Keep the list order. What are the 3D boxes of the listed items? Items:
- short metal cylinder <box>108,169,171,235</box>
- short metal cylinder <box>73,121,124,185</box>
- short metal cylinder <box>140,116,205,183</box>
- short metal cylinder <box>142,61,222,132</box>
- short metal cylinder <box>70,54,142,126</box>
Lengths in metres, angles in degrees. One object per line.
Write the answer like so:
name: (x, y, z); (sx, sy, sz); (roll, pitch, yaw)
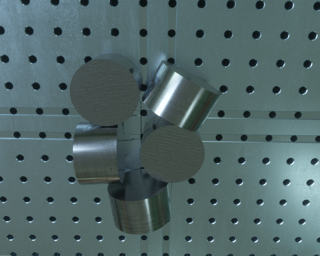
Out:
short metal cylinder: (-0.026, 0.097, 0.419); (0.080, 0.080, 0.050); (-6, 111, 2)
short metal cylinder: (-0.075, 0.031, 0.396); (0.050, 0.080, 0.079); (-2, 110, 0)
short metal cylinder: (0.016, 0.025, 0.409); (0.081, 0.050, 0.079); (0, 111, -1)
short metal cylinder: (0.025, -0.039, 0.370); (0.080, 0.080, 0.050); (27, 107, -10)
short metal cylinder: (-0.064, -0.048, 0.381); (0.080, 0.050, 0.079); (0, 110, 1)
